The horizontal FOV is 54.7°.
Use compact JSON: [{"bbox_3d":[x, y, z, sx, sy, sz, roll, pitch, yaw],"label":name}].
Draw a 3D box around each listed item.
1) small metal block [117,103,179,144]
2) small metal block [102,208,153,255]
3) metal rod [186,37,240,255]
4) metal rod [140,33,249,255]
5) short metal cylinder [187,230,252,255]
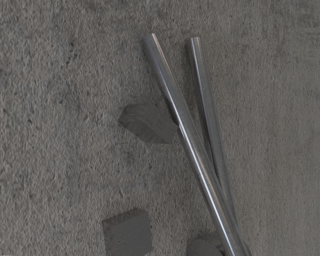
[{"bbox_3d":[-0.015,-0.005,0.376,0.050,0.050,0.025,40,66,-33],"label":"small metal block"},{"bbox_3d":[-0.039,0.130,0.373,0.050,0.025,0.050,-11,97,-39],"label":"small metal block"},{"bbox_3d":[0.073,0.020,0.421,0.025,0.025,0.299,-1,77,-40],"label":"metal rod"},{"bbox_3d":[0.042,0.024,0.382,0.025,0.025,0.299,-18,84,-39],"label":"metal rod"},{"bbox_3d":[0.084,0.190,0.440,0.050,0.080,0.079,-7,95,-40],"label":"short metal cylinder"}]
